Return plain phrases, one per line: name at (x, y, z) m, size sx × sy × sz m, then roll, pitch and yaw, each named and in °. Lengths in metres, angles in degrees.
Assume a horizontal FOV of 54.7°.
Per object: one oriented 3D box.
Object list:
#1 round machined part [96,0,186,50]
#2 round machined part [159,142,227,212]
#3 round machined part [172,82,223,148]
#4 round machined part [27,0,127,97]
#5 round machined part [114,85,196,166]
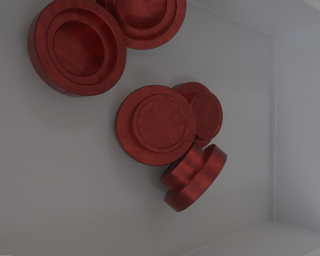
round machined part at (-0.021, -0.144, 0.354) m, size 0.098 × 0.098 × 0.042 m, roll 47°, pitch 22°, yaw -30°
round machined part at (0.037, 0.056, 0.399) m, size 0.042 × 0.098 × 0.098 m, roll 42°, pitch 61°, yaw 0°
round machined part at (0.051, -0.017, 0.438) m, size 0.099 × 0.042 × 0.097 m, roll 0°, pitch 90°, yaw -40°
round machined part at (-0.087, -0.080, 0.322) m, size 0.099 × 0.042 × 0.097 m, roll 0°, pitch 90°, yaw -40°
round machined part at (-0.003, -0.004, 0.368) m, size 0.099 × 0.042 × 0.097 m, roll 1°, pitch 85°, yaw -14°
